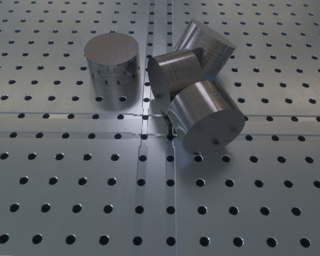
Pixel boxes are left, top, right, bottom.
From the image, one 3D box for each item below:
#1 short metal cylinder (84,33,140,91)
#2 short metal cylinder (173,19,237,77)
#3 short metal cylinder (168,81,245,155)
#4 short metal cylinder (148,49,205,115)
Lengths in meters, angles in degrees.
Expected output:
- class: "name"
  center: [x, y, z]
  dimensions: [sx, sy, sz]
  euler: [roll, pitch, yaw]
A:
- class: "short metal cylinder"
  center: [-0.071, -0.103, 0.477]
  dimensions: [0.081, 0.050, 0.080]
  euler: [0, 50, 0]
- class: "short metal cylinder"
  center: [0.068, -0.121, 0.470]
  dimensions: [0.080, 0.050, 0.080]
  euler: [26, 26, -14]
- class: "short metal cylinder"
  center: [0.056, -0.011, 0.382]
  dimensions: [0.081, 0.080, 0.050]
  euler: [-15, 52, -12]
- class: "short metal cylinder"
  center: [0.021, -0.064, 0.425]
  dimensions: [0.050, 0.080, 0.080]
  euler: [-18, 53, -14]
